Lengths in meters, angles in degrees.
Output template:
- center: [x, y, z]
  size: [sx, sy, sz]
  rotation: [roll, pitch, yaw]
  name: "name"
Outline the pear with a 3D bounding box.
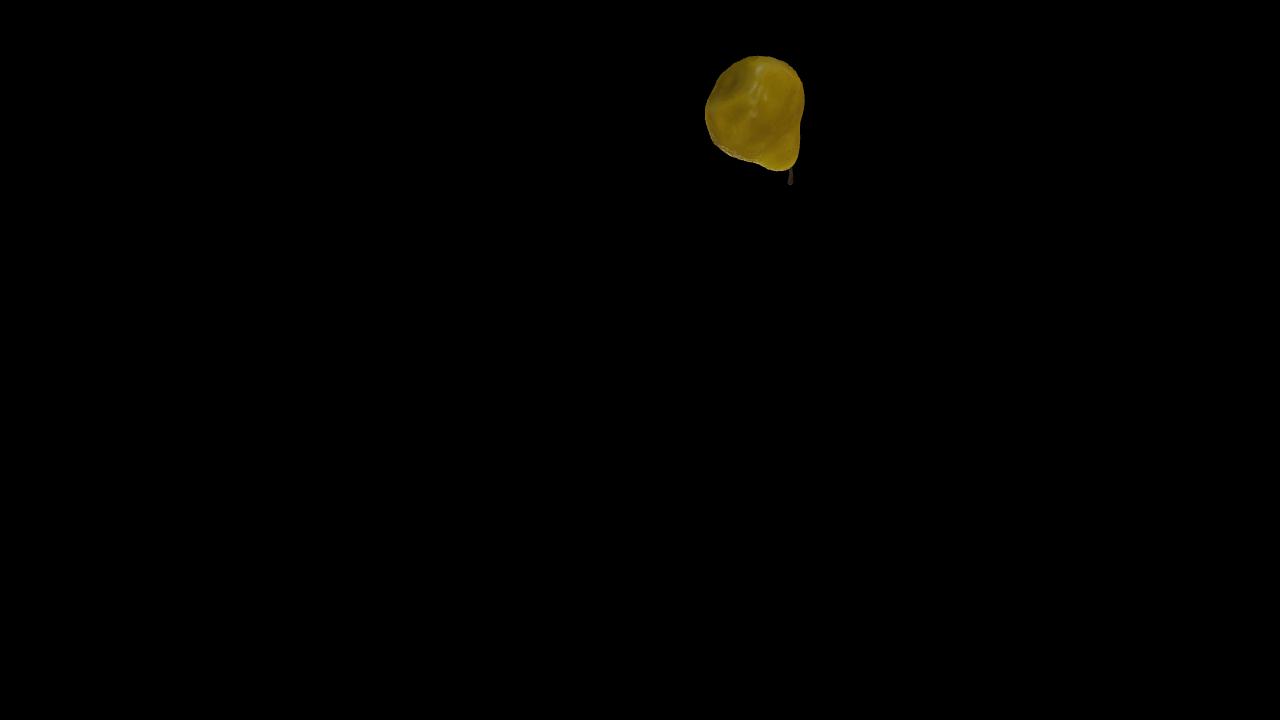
- center: [0.107, -0.190, 0.501]
  size: [0.111, 0.080, 0.080]
  rotation: [27, -18, -39]
  name: "pear"
